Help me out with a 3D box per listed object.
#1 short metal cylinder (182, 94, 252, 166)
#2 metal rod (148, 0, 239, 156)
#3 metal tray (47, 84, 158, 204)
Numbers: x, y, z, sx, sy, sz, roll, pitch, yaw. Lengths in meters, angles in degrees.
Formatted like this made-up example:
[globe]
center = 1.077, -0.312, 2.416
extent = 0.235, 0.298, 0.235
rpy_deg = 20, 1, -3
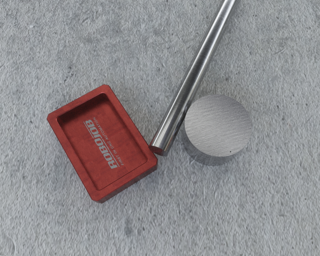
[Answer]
[short metal cylinder]
center = 0.070, 0.004, 0.394
extent = 0.081, 0.050, 0.080
rpy_deg = 0, 70, -1
[metal rod]
center = 0.059, -0.095, 0.429
extent = 0.025, 0.025, 0.300
rpy_deg = 23, 66, 8
[metal tray]
center = -0.073, 0.018, 0.397
extent = 0.090, 0.030, 0.130
rpy_deg = -31, 73, -11
